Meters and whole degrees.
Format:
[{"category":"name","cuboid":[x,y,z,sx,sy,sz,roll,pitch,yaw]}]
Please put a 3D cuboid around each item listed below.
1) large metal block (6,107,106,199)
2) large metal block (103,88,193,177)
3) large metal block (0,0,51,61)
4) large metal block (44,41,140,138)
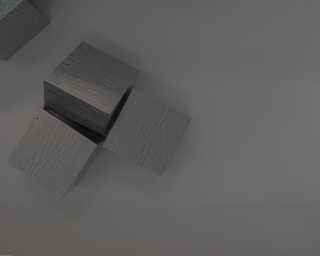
[{"category":"large metal block","cuboid":[-0.128,0.028,0.393,0.080,0.050,0.080,34,97,0]},{"category":"large metal block","cuboid":[-0.015,0.005,0.399,0.080,0.050,0.080,28,90,0]},{"category":"large metal block","cuboid":[-0.196,-0.135,0.382,0.080,0.080,0.050,-41,90,0]},{"category":"large metal block","cuboid":[-0.082,-0.048,0.379,0.080,0.050,0.080,28,52,0]}]
